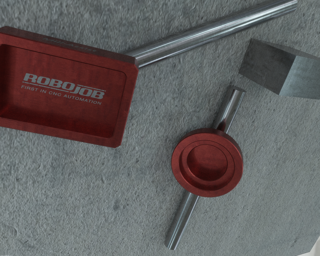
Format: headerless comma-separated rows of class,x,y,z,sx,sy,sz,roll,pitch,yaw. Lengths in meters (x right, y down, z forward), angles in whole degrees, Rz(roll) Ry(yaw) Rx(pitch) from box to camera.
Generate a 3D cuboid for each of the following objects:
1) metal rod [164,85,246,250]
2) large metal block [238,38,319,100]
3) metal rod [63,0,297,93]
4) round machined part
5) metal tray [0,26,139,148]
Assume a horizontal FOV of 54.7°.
metal rod,0.064,0.075,0.490,0.025,0.025,0.298,5,116,-31
large metal block,0.169,-0.080,0.417,0.081,0.080,0.050,2,118,-30
metal rod,0.034,-0.103,0.362,0.302,0.025,0.025,-24,127,-15
round machined part,0.068,0.046,0.442,0.098,0.042,0.097,5,109,14
metal tray,-0.094,-0.037,0.300,0.131,0.030,0.089,12,114,-10
